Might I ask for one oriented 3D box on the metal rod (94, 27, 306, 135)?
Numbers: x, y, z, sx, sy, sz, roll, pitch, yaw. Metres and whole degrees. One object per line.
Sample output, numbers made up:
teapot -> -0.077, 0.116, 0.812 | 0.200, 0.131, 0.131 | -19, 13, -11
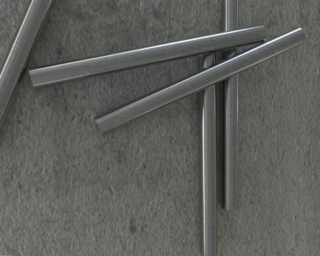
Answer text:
metal rod -> 0.059, -0.065, 0.406 | 0.302, 0.025, 0.025 | -25, 99, -9

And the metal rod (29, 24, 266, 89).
metal rod -> -0.004, -0.093, 0.390 | 0.302, 0.025, 0.025 | -14, 95, -13

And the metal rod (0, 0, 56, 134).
metal rod -> -0.146, -0.119, 0.355 | 0.025, 0.025, 0.299 | 22, 83, -19

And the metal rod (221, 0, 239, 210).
metal rod -> 0.101, -0.034, 0.447 | 0.025, 0.025, 0.298 | 0, 90, -20

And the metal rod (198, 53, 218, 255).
metal rod -> 0.067, 0.026, 0.435 | 0.025, 0.025, 0.298 | -1, 90, -20
